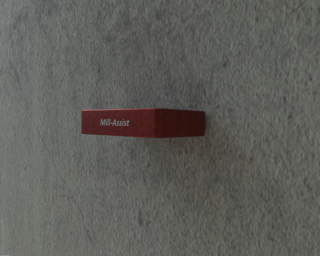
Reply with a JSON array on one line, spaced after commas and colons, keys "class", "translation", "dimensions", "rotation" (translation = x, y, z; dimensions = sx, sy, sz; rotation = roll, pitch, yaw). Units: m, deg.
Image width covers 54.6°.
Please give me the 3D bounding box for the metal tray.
[{"class": "metal tray", "translation": [-0.022, -0.006, 0.381], "dimensions": [0.130, 0.091, 0.030], "rotation": [2, 91, 40]}]
